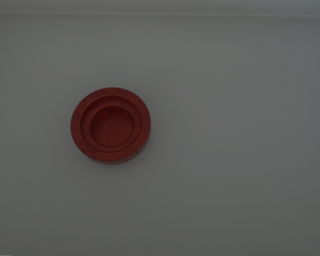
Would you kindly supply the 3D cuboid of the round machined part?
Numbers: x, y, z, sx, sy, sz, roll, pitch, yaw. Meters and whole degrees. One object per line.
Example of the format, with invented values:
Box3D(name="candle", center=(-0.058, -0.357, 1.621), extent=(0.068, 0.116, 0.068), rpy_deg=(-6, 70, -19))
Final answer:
Box3D(name="round machined part", center=(-0.060, 0.000, 0.400), extent=(0.099, 0.042, 0.098), rpy_deg=(0, 70, 0))
